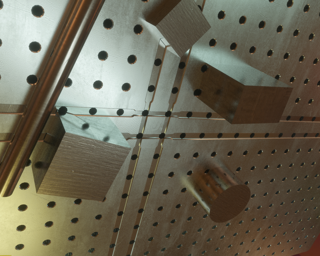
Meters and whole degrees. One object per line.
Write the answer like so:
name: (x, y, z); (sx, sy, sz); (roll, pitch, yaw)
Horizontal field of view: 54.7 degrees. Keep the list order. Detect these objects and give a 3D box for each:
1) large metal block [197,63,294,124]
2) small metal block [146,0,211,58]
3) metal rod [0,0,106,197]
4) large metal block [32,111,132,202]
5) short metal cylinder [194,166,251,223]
large metal block: (0.109, -0.047, 0.409); (0.081, 0.080, 0.050); (-2, 119, -28)
small metal block: (0.022, -0.118, 0.352); (0.050, 0.025, 0.050); (-45, 130, 3)
metal rod: (-0.109, -0.053, 0.319); (0.025, 0.025, 0.298); (20, 108, -36)
large metal block: (-0.094, 0.035, 0.367); (0.081, 0.050, 0.080); (18, 109, -36)
short metal cylinder: (0.105, 0.112, 0.524); (0.081, 0.050, 0.079); (-14, 125, -21)
